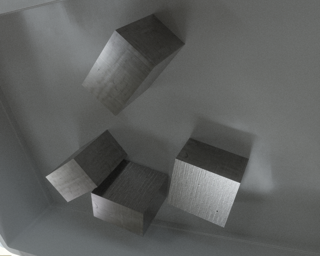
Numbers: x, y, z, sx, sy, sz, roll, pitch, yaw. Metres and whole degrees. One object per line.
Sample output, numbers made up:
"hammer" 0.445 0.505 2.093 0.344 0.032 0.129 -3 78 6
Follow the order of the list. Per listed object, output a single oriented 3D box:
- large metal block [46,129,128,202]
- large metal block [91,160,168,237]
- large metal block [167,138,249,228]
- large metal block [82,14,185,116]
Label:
"large metal block" -0.109 0.056 0.466 0.080 0.080 0.050 -30 101 38
"large metal block" -0.042 0.099 0.455 0.080 0.080 0.050 17 128 18
"large metal block" 0.061 0.070 0.404 0.080 0.050 0.079 20 126 16
"large metal block" -0.028 -0.071 0.344 0.050 0.080 0.080 43 129 -2
